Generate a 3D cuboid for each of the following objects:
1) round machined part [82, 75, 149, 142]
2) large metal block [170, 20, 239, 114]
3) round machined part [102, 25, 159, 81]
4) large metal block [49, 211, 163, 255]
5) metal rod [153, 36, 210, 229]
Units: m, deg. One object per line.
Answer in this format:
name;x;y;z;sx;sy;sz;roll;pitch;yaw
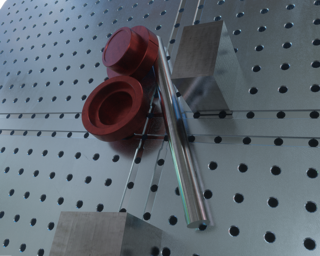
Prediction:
round machined part;-0.059;-0.023;0.443;0.098;0.042;0.098;-13;56;21
large metal block;0.060;-0.072;0.386;0.050;0.080;0.080;0;62;28
round machined part;-0.052;-0.116;0.477;0.098;0.042;0.098;-22;56;37
large metal block;-0.053;0.123;0.325;0.080;0.080;0.050;-6;59;25
metal rod;0.016;-0.019;0.411;0.025;0.025;0.299;-22;53;15
